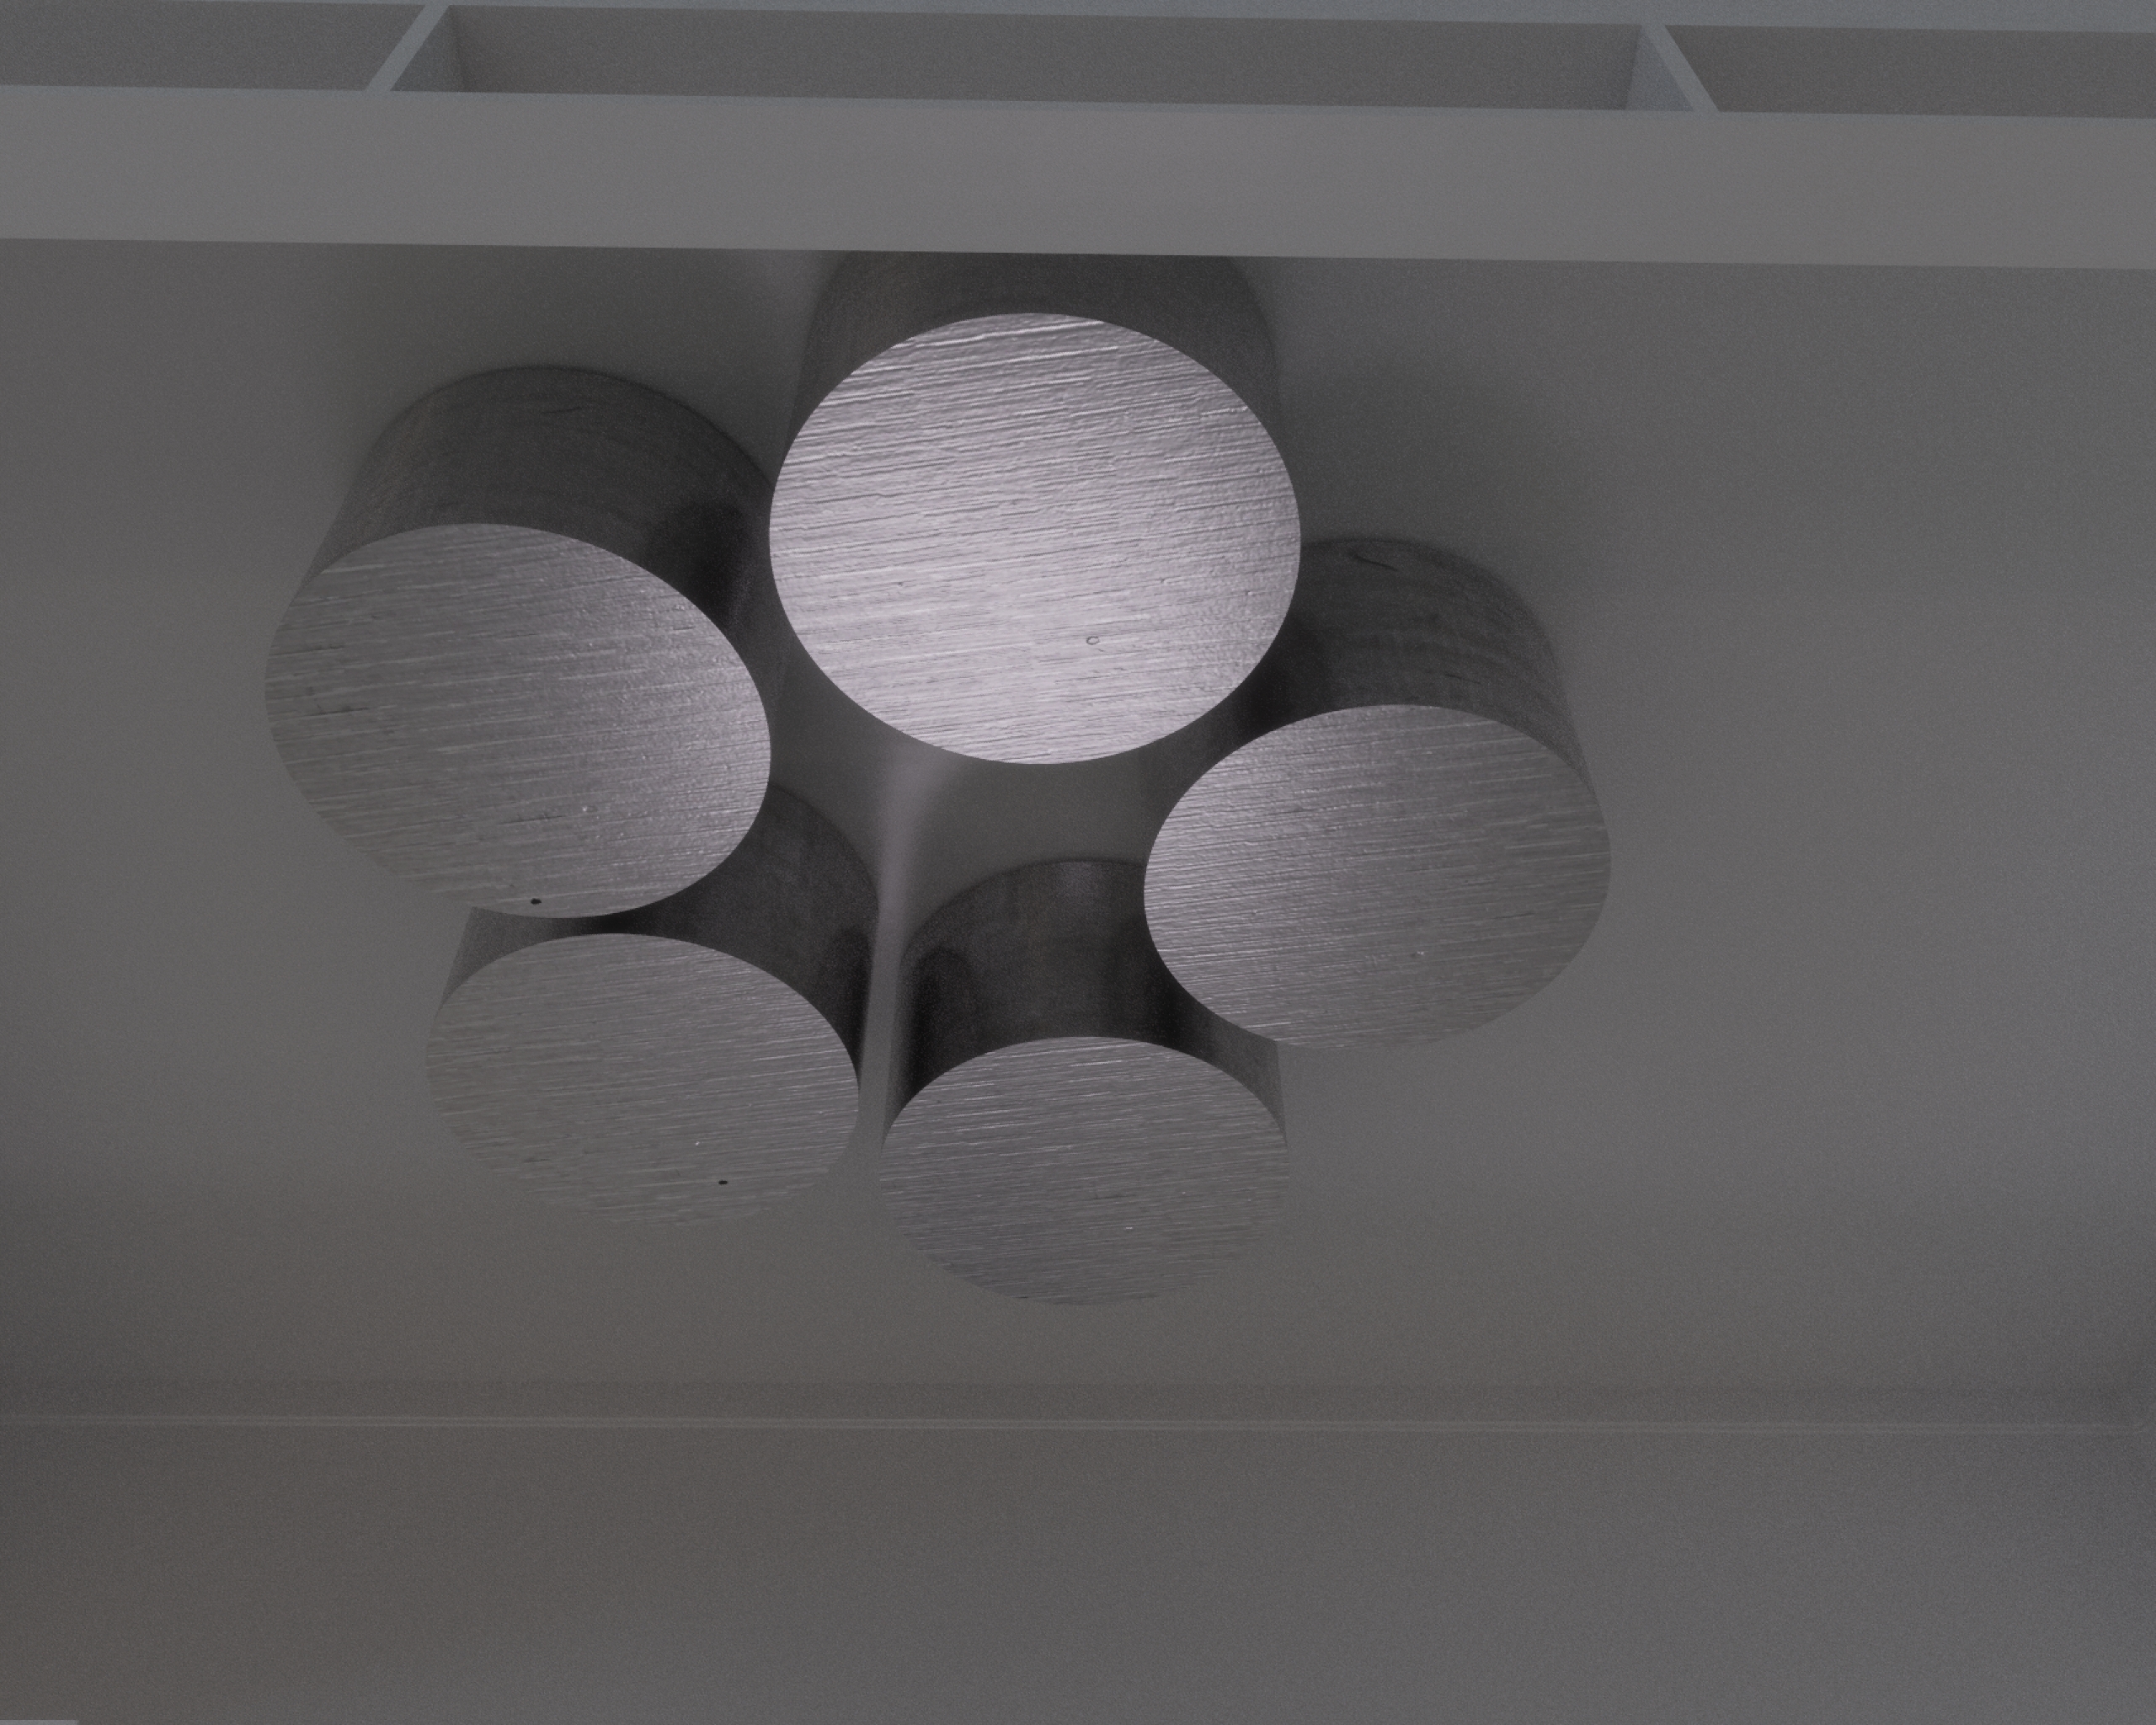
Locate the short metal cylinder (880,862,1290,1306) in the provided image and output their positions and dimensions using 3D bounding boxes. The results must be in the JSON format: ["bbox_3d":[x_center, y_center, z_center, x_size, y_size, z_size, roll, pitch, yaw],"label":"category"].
[{"bbox_3d":[0.001,0.046,0.429,0.081,0.050,0.079,0,130,0],"label":"short metal cylinder"}]

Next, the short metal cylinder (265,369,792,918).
[{"bbox_3d":[-0.090,-0.037,0.358,0.081,0.050,0.079,0,130,0],"label":"short metal cylinder"}]

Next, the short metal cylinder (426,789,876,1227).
[{"bbox_3d":[-0.082,0.027,0.412,0.081,0.050,0.079,0,130,0],"label":"short metal cylinder"}]

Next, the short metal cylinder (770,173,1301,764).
[{"bbox_3d":[-0.006,-0.063,0.336,0.081,0.050,0.079,0,130,0],"label":"short metal cylinder"}]

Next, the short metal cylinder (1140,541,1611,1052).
[{"bbox_3d":[0.052,-0.011,0.381,0.081,0.050,0.079,0,130,0],"label":"short metal cylinder"}]
